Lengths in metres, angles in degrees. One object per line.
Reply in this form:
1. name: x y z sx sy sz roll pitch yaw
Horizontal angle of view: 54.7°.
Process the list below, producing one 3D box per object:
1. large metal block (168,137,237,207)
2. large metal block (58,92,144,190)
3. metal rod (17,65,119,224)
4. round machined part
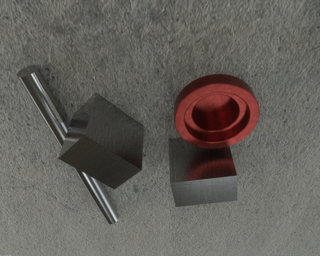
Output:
1. large metal block: 0.056 0.055 0.419 0.080 0.080 0.050 -8 130 6
2. large metal block: -0.068 0.016 0.384 0.080 0.080 0.050 37 121 -27
3. metal rod: -0.117 0.046 0.444 0.025 0.025 0.299 -10 130 8
4. round machined part: 0.066 -0.024 0.377 0.099 0.042 0.097 -1 130 0
